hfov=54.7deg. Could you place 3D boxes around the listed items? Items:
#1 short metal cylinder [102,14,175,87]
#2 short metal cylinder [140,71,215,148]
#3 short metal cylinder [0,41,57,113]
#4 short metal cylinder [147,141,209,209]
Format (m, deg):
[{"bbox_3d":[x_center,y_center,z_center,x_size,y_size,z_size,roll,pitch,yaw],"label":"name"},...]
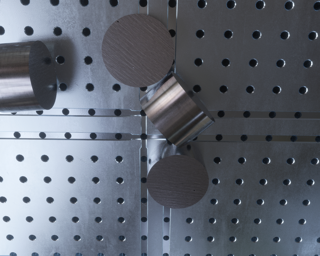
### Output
[{"bbox_3d":[-0.024,-0.093,0.365,0.081,0.050,0.079,0,110,0],"label":"short metal cylinder"},{"bbox_3d":[0.021,-0.022,0.376,0.050,0.080,0.080,-40,105,13],"label":"short metal cylinder"},{"bbox_3d":[-0.160,-0.059,0.361,0.050,0.080,0.079,-4,110,1],"label":"short metal cylinder"},{"bbox_3d":[0.023,0.062,0.423,0.081,0.050,0.079,0,110,0],"label":"short metal cylinder"}]
